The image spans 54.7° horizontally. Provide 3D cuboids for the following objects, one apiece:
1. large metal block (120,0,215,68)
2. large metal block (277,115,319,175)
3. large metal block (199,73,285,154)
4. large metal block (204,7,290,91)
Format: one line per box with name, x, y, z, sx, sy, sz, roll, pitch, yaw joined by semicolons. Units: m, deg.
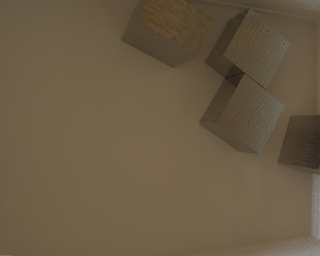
large metal block;0.006;-0.122;0.384;0.080;0.080;0.050;25;82;-19
large metal block;0.236;0.027;0.471;0.050;0.080;0.080;20;83;-19
large metal block;0.116;-0.019;0.442;0.080;0.050;0.080;34;79;-17
large metal block;0.125;-0.108;0.445;0.080;0.050;0.080;34;79;-17
